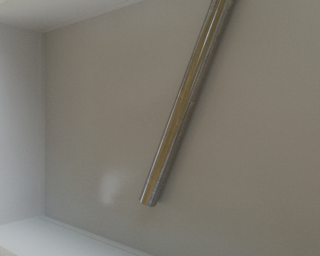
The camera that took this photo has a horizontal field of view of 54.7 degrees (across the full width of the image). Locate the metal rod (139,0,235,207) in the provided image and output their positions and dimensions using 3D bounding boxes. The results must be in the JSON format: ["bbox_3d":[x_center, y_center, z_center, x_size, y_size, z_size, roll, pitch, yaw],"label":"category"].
[{"bbox_3d":[0.032,-0.036,0.378,0.025,0.025,0.298,31,109,35],"label":"metal rod"}]
